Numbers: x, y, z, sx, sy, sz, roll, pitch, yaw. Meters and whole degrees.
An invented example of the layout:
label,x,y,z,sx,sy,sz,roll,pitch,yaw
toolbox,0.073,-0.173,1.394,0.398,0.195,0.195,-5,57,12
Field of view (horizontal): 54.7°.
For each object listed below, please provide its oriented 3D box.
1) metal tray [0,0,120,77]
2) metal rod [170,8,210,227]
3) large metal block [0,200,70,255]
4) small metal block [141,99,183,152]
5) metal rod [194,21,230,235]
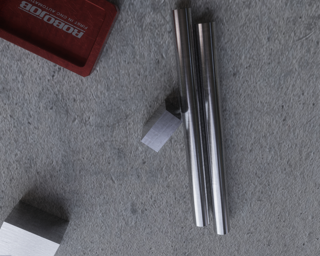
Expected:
label,x,y,z,sx,sy,sz,roll,pitch,yaw
metal tray,-0.124,-0.128,0.358,0.131,0.030,0.089,25,108,-10
metal rod,0.043,0.001,0.410,0.025,0.025,0.298,-7,110,2
large metal block,-0.193,0.167,0.455,0.080,0.050,0.080,28,108,-10
small metal block,0.002,-0.004,0.395,0.025,0.050,0.050,35,106,-12
metal rod,0.073,0.014,0.416,0.025,0.025,0.298,-8,110,2
